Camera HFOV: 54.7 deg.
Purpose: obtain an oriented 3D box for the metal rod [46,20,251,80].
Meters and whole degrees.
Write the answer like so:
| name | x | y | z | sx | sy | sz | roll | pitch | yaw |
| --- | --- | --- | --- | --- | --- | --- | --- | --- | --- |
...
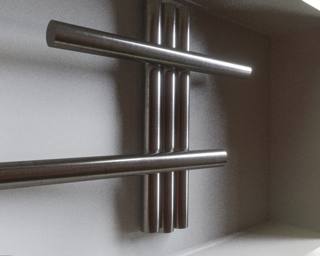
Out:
| name | x | y | z | sx | sy | sz | roll | pitch | yaw |
| --- | --- | --- | --- | --- | --- | --- | --- | --- | --- |
| metal rod | 0.015 | -0.087 | 0.384 | 0.302 | 0.025 | 0.025 | 0 | 90 | -40 |

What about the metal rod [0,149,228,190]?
| name | x | y | z | sx | sy | sz | roll | pitch | yaw |
| --- | --- | --- | --- | --- | --- | --- | --- | --- | --- |
| metal rod | -0.043 | 0.042 | 0.346 | 0.303 | 0.025 | 0.025 | -1 | 91 | -33 |

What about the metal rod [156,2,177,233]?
| name | x | y | z | sx | sy | sz | roll | pitch | yaw |
| --- | --- | --- | --- | --- | --- | --- | --- | --- | --- |
| metal rod | 0.008 | -0.014 | 0.412 | 0.025 | 0.025 | 0.298 | 1 | 89 | -40 |

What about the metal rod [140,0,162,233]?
| name | x | y | z | sx | sy | sz | roll | pitch | yaw |
| --- | --- | --- | --- | --- | --- | --- | --- | --- | --- |
| metal rod | -0.011 | -0.019 | 0.396 | 0.025 | 0.025 | 0.298 | 1 | 90 | -40 |

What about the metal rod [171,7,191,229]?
| name | x | y | z | sx | sy | sz | roll | pitch | yaw |
| --- | --- | --- | --- | --- | --- | --- | --- | --- | --- |
| metal rod | 0.028 | -0.014 | 0.427 | 0.025 | 0.025 | 0.298 | 1 | 89 | -40 |
